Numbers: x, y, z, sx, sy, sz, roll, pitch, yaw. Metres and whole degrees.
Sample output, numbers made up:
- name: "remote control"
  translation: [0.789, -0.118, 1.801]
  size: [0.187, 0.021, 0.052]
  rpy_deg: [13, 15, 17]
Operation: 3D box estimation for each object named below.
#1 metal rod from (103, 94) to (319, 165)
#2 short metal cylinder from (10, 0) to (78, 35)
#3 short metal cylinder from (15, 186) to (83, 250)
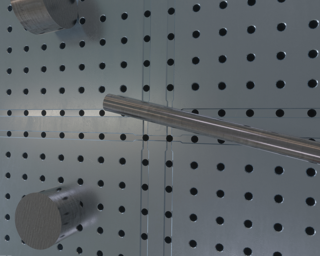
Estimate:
- name: "metal rod"
  translation: [0.064, -0.001, 0.389]
  size: [0.301, 0.025, 0.025]
  rpy_deg: [14, 95, 19]
- name: "short metal cylinder"
  translation: [-0.162, -0.178, 0.440]
  size: [0.050, 0.080, 0.080]
  rpy_deg: [-5, 89, 20]
- name: "short metal cylinder"
  translation: [-0.163, 0.130, 0.457]
  size: [0.080, 0.050, 0.079]
  rpy_deg: [0, 90, 20]
